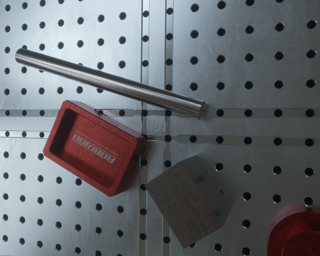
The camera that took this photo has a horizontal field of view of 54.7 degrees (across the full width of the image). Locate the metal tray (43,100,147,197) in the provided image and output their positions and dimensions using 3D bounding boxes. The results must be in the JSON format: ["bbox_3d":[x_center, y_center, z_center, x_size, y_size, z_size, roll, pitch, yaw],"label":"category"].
[{"bbox_3d":[-0.095,0.027,0.442,0.130,0.030,0.090,28,99,17],"label":"metal tray"}]

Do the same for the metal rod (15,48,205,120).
[{"bbox_3d":[-0.082,-0.068,0.440,0.301,0.025,0.025,19,96,18],"label":"metal rod"}]

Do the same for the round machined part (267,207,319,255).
[{"bbox_3d":[0.171,0.142,0.344,0.098,0.042,0.097,0,90,19],"label":"round machined part"}]

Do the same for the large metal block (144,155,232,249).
[{"bbox_3d":[0.037,0.083,0.370,0.050,0.080,0.080,-36,79,16],"label":"large metal block"}]
